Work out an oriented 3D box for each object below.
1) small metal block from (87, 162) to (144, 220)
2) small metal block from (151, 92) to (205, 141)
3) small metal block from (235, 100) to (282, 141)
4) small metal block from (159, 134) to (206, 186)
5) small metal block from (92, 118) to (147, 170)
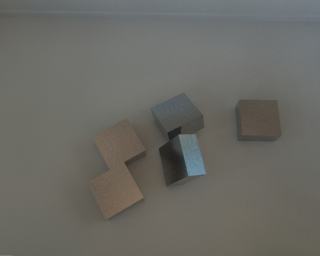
[{"bbox_3d":[-0.053,0.078,0.381,0.050,0.025,0.050,-29,73,-10],"label":"small metal block"},{"bbox_3d":[0.023,-0.013,0.406,0.050,0.025,0.050,-26,49,-10],"label":"small metal block"},{"bbox_3d":[0.131,-0.010,0.415,0.050,0.025,0.050,1,70,0],"label":"small metal block"},{"bbox_3d":[0.026,0.040,0.379,0.025,0.050,0.050,0,68,-31],"label":"small metal block"},{"bbox_3d":[-0.052,0.023,0.400,0.050,0.025,0.050,-29,73,-11],"label":"small metal block"}]
